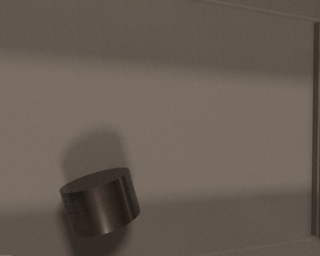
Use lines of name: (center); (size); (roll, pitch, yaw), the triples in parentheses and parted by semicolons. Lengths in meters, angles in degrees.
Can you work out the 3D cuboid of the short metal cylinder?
short metal cylinder: (-0.068, 0.083, 0.357); (0.081, 0.080, 0.050); (-16, 96, -20)
